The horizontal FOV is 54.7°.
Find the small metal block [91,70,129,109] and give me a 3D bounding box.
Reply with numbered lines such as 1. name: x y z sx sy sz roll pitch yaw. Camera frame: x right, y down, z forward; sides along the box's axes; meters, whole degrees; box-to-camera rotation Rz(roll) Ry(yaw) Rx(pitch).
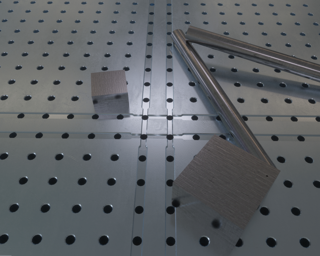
1. small metal block: -0.074 -0.058 0.456 0.050 0.025 0.050 -7 50 -6

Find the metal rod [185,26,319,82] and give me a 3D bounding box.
1. metal rod: 0.185 -0.104 0.480 0.301 0.025 0.025 20 53 10

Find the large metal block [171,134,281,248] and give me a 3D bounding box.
1. large metal block: 0.069 0.066 0.337 0.080 0.050 0.080 31 56 23

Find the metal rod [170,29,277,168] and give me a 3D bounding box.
1. metal rod: 0.078 -0.054 0.453 0.025 0.025 0.300 -15 52 -12
